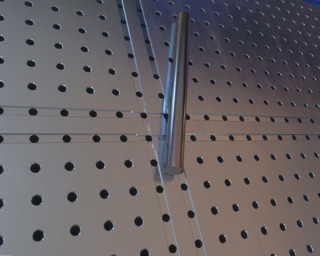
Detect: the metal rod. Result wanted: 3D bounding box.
[{"bbox_3d":[0.029,-0.071,0.466,0.025,0.025,0.300,18,55,-18],"label":"metal rod"}]
